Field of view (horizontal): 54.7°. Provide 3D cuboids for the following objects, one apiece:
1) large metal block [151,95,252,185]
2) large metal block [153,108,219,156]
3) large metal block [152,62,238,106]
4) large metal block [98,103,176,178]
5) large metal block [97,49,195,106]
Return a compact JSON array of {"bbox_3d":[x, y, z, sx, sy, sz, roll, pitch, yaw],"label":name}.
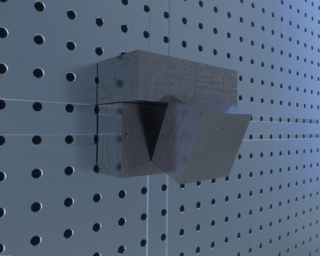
[{"bbox_3d":[0.046,0.011,0.347,0.081,0.050,0.079,0,114,-40],"label":"large metal block"},{"bbox_3d":[0.037,0.014,0.423,0.081,0.050,0.079,1,90,-40],"label":"large metal block"},{"bbox_3d":[0.045,-0.051,0.412,0.081,0.080,0.050,1,90,-40],"label":"large metal block"},{"bbox_3d":[-0.026,0.013,0.371,0.081,0.050,0.079,1,90,-40],"label":"large metal block"},{"bbox_3d":[-0.017,-0.052,0.360,0.081,0.080,0.050,1,90,-40],"label":"large metal block"}]
